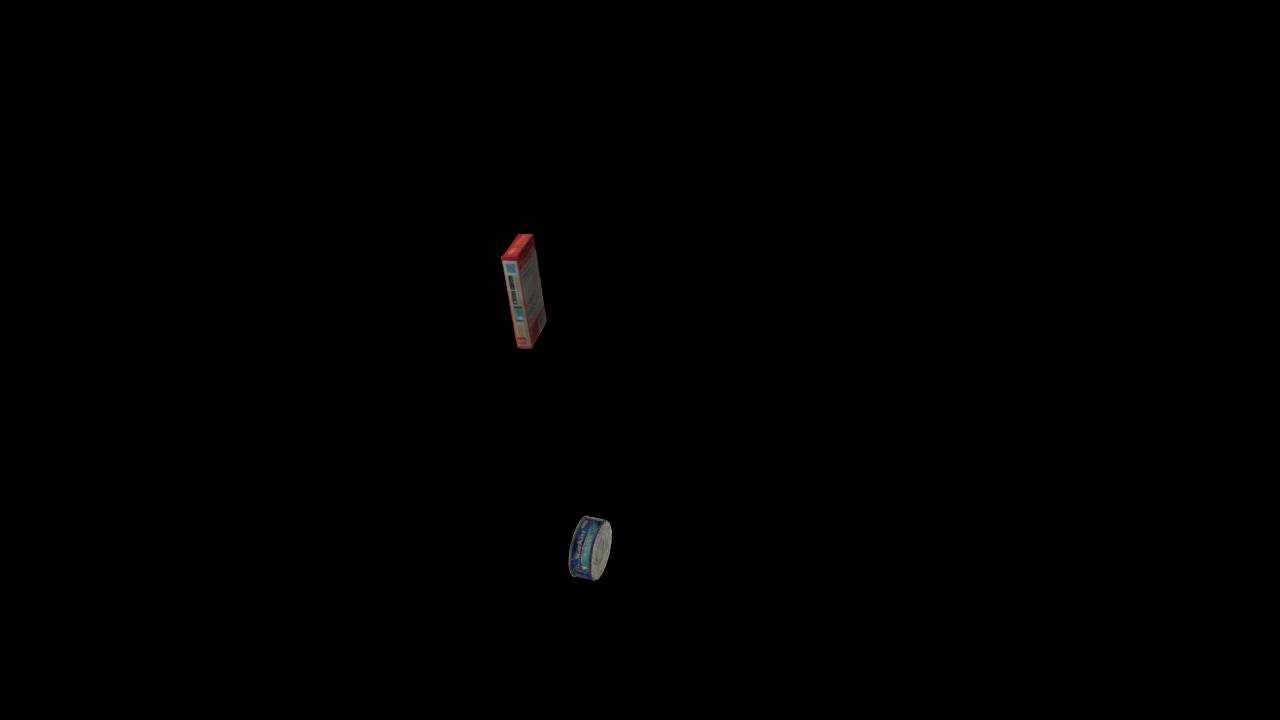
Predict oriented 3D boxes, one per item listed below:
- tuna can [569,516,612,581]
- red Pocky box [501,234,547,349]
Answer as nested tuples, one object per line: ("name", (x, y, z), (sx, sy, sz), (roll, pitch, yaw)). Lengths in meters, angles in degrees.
("tuna can", (-0.068, 0.261, 0.854), (0.034, 0.084, 0.084), (7, 2, 17))
("red Pocky box", (-0.172, -0.103, 0.924), (0.028, 0.155, 0.083), (4, 35, 9))
